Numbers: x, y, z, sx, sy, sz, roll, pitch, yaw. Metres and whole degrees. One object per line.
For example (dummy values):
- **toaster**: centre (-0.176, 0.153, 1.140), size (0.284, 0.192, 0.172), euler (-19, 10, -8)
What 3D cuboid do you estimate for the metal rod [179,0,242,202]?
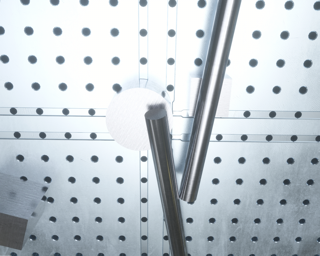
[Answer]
- **metal rod**: centre (0.060, -0.045, 0.370), size (0.025, 0.025, 0.298), euler (8, 110, -3)

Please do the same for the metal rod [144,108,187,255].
- **metal rod**: centre (0.016, 0.109, 0.422), size (0.025, 0.025, 0.298), euler (-8, 122, 3)

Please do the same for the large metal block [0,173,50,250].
- **large metal block**: centre (-0.209, 0.110, 0.423), size (0.080, 0.080, 0.050), euler (17, 109, -6)

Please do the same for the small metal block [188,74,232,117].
- **small metal block**: centre (0.063, -0.042, 0.398), size (0.050, 0.025, 0.050), euler (1, 110, -1)

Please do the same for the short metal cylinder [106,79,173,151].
- **short metal cylinder**: centre (-0.025, -0.018, 0.393), size (0.081, 0.050, 0.079), euler (0, 110, 0)
